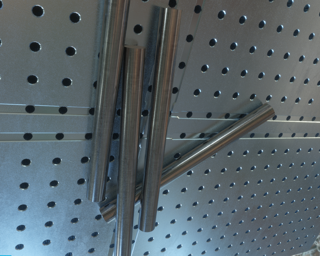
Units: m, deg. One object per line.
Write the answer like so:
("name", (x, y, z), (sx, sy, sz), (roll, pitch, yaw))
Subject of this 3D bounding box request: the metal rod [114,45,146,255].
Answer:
("metal rod", (-0.041, 0.048, 0.398), (0.025, 0.025, 0.298), (-6, 115, -26))

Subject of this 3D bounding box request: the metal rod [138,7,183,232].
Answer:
("metal rod", (-0.004, 0.006, 0.395), (0.025, 0.025, 0.298), (-5, 115, -26))

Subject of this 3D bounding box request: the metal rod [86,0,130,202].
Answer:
("metal rod", (-0.061, -0.038, 0.355), (0.025, 0.025, 0.298), (-3, 120, -27))

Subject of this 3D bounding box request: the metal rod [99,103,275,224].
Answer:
("metal rod", (0.046, 0.049, 0.468), (0.301, 0.025, 0.025), (-31, 129, -8))
